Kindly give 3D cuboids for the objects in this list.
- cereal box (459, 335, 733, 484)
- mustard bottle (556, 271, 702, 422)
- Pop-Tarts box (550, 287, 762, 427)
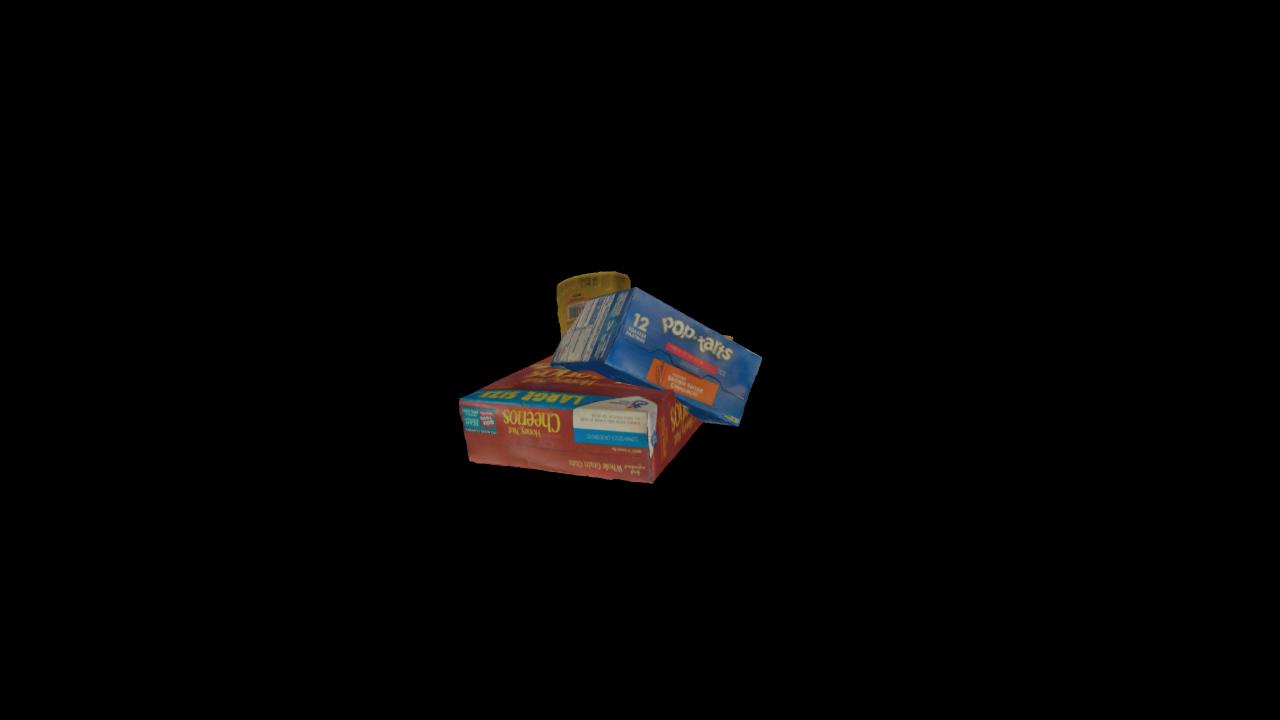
[{"bbox_3d":[-0.026,0.036,0.699,0.203,0.081,0.306,2,14,23],"label":"cereal box"},{"bbox_3d":[-0.051,0.001,0.671,0.092,0.184,0.054,-6,-9,30],"label":"mustard bottle"},{"bbox_3d":[0.014,0.002,0.653,0.167,0.083,0.141,26,-14,-27],"label":"Pop-Tarts box"}]
